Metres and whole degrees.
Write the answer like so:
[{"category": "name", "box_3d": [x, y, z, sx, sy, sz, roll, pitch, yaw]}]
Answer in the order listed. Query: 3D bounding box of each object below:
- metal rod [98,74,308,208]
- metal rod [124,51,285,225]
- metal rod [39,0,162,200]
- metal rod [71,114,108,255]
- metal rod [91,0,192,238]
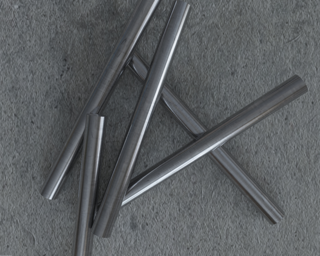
[{"category": "metal rod", "box_3d": [0.042, 0.029, 0.387, 0.300, 0.025, 0.025, -33, 90, 9]}, {"category": "metal rod", "box_3d": [0.054, 0.008, 0.410, 0.025, 0.025, 0.300, -42, 90, 0]}, {"category": "metal rod", "box_3d": [-0.075, -0.042, 0.391, 0.025, 0.025, 0.299, 29, 97, 0]}, {"category": "metal rod", "box_3d": [-0.096, 0.131, 0.391, 0.025, 0.025, 0.298, 8, 97, 0]}, {"category": "metal rod", "box_3d": [-0.022, -0.012, 0.382, 0.025, 0.025, 0.299, 20, 88, 0]}]
